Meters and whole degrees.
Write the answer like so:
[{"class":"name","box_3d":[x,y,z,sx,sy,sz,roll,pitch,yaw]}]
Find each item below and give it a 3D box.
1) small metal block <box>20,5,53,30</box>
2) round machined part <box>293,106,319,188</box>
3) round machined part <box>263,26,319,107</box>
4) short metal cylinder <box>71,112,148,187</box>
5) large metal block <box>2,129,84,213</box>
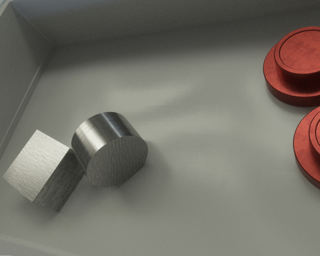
[{"class":"small metal block","box_3d":[-0.282,-0.254,0.709,0.050,0.025,0.050,18,71,34]},{"class":"round machined part","box_3d":[0.179,0.014,0.293,0.098,0.042,0.098,-13,56,20]},{"class":"round machined part","box_3d":[0.168,-0.076,0.353,0.098,0.042,0.098,-13,56,20]},{"class":"short metal cylinder","box_3d":[-0.062,0.027,0.385,0.080,0.080,0.050,-42,51,-1]},{"class":"large metal block","box_3d":[-0.157,0.059,0.434,0.080,0.050,0.080,21,73,35]}]
